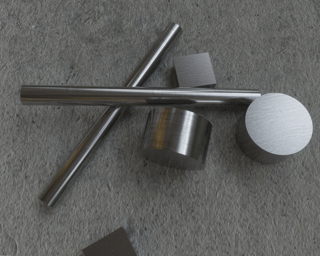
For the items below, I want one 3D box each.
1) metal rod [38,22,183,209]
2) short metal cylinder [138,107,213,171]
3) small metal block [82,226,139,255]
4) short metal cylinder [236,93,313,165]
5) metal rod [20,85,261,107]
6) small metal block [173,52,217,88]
[{"bbox_3d":[-0.057,-0.029,0.418,0.025,0.025,0.300,31,73,10],"label":"metal rod"},{"bbox_3d":[0.019,0.015,0.373,0.080,0.080,0.050,13,71,4],"label":"short metal cylinder"},{"bbox_3d":[-0.053,0.148,0.353,0.050,0.025,0.050,-28,73,-10],"label":"small metal block"},{"bbox_3d":[0.143,0.002,0.395,0.081,0.050,0.080,0,70,0],"label":"short metal cylinder"},{"bbox_3d":[-0.017,-0.040,0.400,0.302,0.025,0.025,0,70,-9],"label":"metal rod"},{"bbox_3d":[0.047,-0.075,0.436,0.050,0.025,0.050,-9,70,-4],"label":"small metal block"}]
